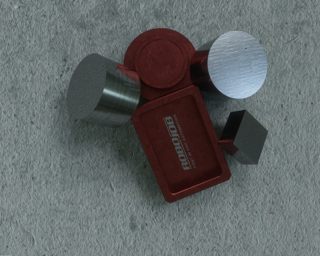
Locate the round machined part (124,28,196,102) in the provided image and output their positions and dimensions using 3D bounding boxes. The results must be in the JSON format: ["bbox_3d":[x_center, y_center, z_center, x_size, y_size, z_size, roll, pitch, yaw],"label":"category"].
[{"bbox_3d":[0.002,-0.082,0.403,0.099,0.042,0.097,0,90,0],"label":"round machined part"}]

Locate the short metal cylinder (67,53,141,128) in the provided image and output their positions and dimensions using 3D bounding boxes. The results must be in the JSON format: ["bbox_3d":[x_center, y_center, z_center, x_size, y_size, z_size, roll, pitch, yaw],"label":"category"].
[{"bbox_3d":[-0.069,-0.044,0.376,0.050,0.080,0.080,16,90,-44],"label":"short metal cylinder"}]

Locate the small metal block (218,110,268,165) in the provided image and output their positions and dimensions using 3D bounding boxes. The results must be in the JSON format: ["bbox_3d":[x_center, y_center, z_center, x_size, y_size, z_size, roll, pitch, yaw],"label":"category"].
[{"bbox_3d":[0.107,0.013,0.394,0.050,0.025,0.050,38,65,-26],"label":"small metal block"}]

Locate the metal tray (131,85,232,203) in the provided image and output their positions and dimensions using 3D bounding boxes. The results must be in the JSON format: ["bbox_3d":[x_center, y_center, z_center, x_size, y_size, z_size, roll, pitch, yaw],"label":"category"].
[{"bbox_3d":[0.026,0.020,0.398,0.090,0.030,0.129,-22,100,0],"label":"metal tray"}]

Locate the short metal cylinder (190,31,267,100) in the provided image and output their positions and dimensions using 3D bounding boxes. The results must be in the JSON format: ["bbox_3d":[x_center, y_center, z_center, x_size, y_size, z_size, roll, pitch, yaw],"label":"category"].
[{"bbox_3d":[0.085,-0.075,0.389,0.081,0.050,0.079,-1,92,-18],"label":"short metal cylinder"}]
